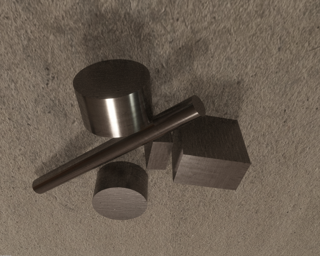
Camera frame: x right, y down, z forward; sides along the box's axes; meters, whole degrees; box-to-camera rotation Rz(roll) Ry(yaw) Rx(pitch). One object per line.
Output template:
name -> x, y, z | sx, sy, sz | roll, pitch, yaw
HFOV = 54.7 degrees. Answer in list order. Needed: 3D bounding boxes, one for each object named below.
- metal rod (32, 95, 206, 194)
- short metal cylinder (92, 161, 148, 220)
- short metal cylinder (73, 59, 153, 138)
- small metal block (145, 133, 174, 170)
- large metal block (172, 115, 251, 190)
metal rod -> -0.073, 0.033, 0.404 | 0.299, 0.025, 0.025 | -27, 126, 31
short metal cylinder -> -0.059, 0.096, 0.472 | 0.081, 0.050, 0.079 | 0, 130, 0
short metal cylinder -> -0.049, -0.034, 0.341 | 0.080, 0.080, 0.050 | -3, 130, 1
small metal block -> -0.003, 0.019, 0.405 | 0.025, 0.050, 0.050 | 3, 131, -12
large metal block -> 0.060, 0.028, 0.396 | 0.081, 0.080, 0.050 | 9, 130, -8
